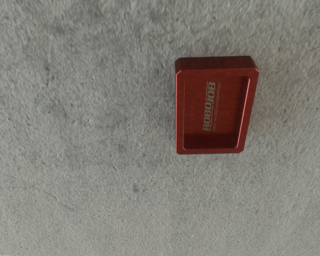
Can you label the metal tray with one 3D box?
[{"bbox_3d":[0.064,-0.023,0.384,0.091,0.030,0.129,-2,130,1],"label":"metal tray"}]
